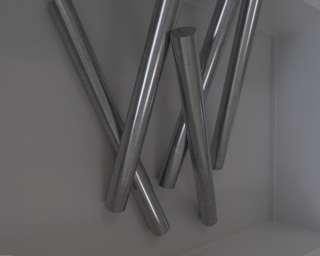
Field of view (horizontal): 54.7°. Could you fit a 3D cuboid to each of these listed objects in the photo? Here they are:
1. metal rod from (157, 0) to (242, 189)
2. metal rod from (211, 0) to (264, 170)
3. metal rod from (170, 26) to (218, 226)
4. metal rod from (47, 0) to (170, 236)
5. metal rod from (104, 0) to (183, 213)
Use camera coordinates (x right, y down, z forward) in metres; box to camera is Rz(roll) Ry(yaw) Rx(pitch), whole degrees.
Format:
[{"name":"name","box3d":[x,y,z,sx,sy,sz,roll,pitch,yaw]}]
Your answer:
[{"name":"metal rod","box3d":[0.051,-0.060,0.368,0.025,0.025,0.298,1,115,-40]},{"name":"metal rod","box3d":[0.100,-0.071,0.407,0.025,0.025,0.298,-20,129,-38]},{"name":"metal rod","box3d":[0.048,0.025,0.380,0.025,0.025,0.298,-42,137,-32]},{"name":"metal rod","box3d":[-0.051,0.001,0.363,0.025,0.025,0.299,-34,111,-35]},{"name":"metal rod","box3d":[-0.013,-0.044,0.319,0.025,0.025,0.298,0,114,-40]}]
